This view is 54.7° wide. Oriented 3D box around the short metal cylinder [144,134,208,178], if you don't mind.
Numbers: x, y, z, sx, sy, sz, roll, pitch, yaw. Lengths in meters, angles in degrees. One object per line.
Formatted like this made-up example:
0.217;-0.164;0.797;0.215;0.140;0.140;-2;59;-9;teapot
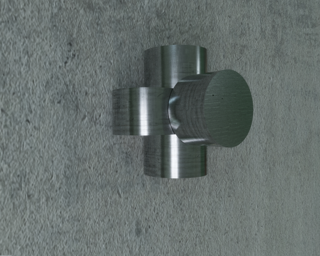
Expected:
0.020;0.032;0.389;0.081;0.080;0.050;0;91;-40;short metal cylinder

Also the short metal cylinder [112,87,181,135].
-0.015;-0.018;0.360;0.081;0.080;0.050;-2;91;-40;short metal cylinder

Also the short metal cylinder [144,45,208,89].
0.020;-0.070;0.389;0.081;0.080;0.050;-2;92;-40;short metal cylinder

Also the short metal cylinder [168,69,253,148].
0.056;-0.020;0.334;0.081;0.050;0.079;0;90;-40;short metal cylinder

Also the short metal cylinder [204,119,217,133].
0.047;-0.019;0.412;0.081;0.080;0.050;-1;91;-40;short metal cylinder
